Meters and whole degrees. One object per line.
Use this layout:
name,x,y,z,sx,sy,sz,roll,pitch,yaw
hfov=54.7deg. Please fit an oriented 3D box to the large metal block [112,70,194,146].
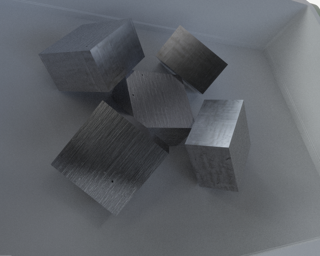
large metal block,-0.010,-0.024,0.395,0.081,0.050,0.080,1,62,-28

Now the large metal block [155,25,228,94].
large metal block,0.044,-0.093,0.441,0.080,0.050,0.080,39,8,-1

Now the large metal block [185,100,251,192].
large metal block,0.077,0.021,0.388,0.080,0.050,0.080,-62,144,-39

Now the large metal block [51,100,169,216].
large metal block,-0.047,0.027,0.319,0.080,0.050,0.080,39,95,-2

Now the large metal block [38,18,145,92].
large metal block,-0.078,-0.086,0.368,0.080,0.080,0.050,-54,137,-39
